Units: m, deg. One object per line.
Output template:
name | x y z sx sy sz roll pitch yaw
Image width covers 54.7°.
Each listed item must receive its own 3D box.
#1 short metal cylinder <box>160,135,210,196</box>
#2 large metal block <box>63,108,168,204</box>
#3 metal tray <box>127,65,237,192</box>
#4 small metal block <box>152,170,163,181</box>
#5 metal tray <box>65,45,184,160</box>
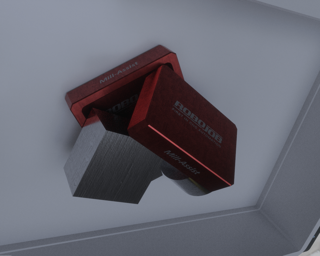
short metal cylinder | 0.047 0.047 0.428 0.080 0.080 0.050 -43 130 1
large metal block | -0.049 0.033 0.344 0.081 0.050 0.080 18 109 -36
metal tray | 0.033 0.002 0.347 0.130 0.090 0.030 37 136 -25
small metal block | -0.029 0.052 0.425 0.050 0.025 0.050 -26 128 -13
metal tray | -0.032 -0.029 0.369 0.131 0.030 0.090 -30 129 -10
